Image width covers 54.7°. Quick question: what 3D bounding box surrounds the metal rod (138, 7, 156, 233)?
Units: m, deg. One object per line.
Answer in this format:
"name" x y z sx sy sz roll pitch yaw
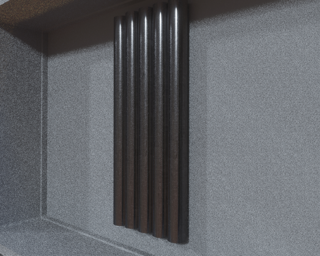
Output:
"metal rod" -0.017 -0.011 0.419 0.025 0.025 0.298 0 90 40

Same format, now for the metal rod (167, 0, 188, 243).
"metal rod" 0.022 -0.009 0.387 0.025 0.025 0.298 0 90 40

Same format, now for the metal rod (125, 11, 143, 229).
"metal rod" -0.037 -0.011 0.436 0.025 0.025 0.298 0 90 40

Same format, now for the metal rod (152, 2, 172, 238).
"metal rod" 0.003 -0.010 0.403 0.025 0.025 0.298 0 90 40

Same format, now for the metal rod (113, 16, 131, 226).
"metal rod" -0.055 -0.010 0.451 0.025 0.025 0.298 0 90 40
